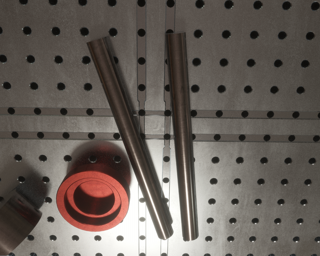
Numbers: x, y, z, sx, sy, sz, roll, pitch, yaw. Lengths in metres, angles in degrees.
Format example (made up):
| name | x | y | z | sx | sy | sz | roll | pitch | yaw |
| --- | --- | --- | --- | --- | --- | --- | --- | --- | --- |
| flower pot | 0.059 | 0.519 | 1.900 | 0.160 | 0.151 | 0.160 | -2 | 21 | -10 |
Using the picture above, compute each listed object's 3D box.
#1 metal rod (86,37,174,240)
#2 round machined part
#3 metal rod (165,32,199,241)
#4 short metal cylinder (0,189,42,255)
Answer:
| name | x | y | z | sx | sy | sz | roll | pitch | yaw |
| --- | --- | --- | --- | --- | --- | --- | --- | --- | --- |
| metal rod | -0.034 | 0.027 | 0.423 | 0.025 | 0.025 | 0.298 | -16 | 110 | 5 |
| round machined part | -0.091 | 0.093 | 0.438 | 0.099 | 0.042 | 0.097 | 0 | 110 | -1 |
| metal rod | 0.032 | 0.025 | 0.423 | 0.025 | 0.025 | 0.298 | -5 | 110 | 1 |
| short metal cylinder | -0.213 | 0.132 | 0.430 | 0.080 | 0.080 | 0.050 | -37 | 106 | 12 |
